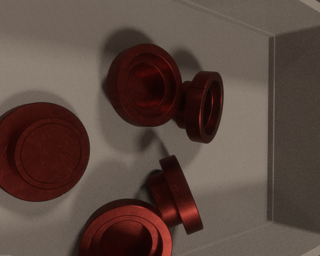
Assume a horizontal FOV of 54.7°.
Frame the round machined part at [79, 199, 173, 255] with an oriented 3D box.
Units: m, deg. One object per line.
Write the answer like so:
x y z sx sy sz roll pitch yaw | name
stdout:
-0.038 0.125 0.347 0.099 0.042 0.097 -1 98 -9 | round machined part

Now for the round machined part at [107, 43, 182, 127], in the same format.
-0.022 -0.050 0.378 0.099 0.042 0.097 0 90 -40 | round machined part

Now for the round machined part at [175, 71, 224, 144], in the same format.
0.053 -0.030 0.427 0.099 0.042 0.097 -32 126 -57 | round machined part

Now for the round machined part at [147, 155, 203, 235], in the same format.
0.015 0.086 0.387 0.042 0.098 0.097 -21 107 -2 | round machined part

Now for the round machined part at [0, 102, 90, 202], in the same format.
-0.112 0.023 0.302 0.099 0.042 0.097 0 90 -40 | round machined part
